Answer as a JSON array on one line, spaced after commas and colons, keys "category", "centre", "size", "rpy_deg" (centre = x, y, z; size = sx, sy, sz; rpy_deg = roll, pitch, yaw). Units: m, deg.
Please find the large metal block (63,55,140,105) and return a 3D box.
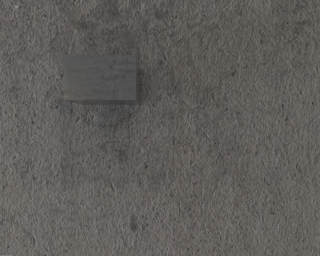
[{"category": "large metal block", "centre": [-0.066, -0.056, 0.382], "size": [0.080, 0.080, 0.050], "rpy_deg": [0, 90, 0]}]
